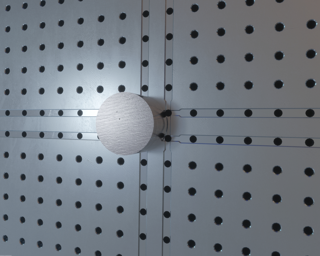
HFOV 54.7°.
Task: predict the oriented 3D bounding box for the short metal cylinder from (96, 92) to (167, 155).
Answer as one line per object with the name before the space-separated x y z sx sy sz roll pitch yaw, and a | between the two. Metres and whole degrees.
short metal cylinder | -0.037 -0.006 0.411 0.080 0.050 0.079 0 90 19
